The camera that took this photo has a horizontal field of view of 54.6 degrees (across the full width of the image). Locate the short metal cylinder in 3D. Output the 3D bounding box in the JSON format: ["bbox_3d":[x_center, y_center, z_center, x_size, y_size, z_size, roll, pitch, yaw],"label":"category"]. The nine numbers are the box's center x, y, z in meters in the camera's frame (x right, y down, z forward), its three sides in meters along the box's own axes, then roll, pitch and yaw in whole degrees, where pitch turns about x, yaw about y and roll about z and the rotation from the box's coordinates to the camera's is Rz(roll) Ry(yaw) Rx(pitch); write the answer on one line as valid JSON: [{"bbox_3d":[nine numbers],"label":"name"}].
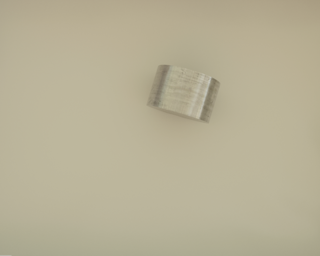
[{"bbox_3d":[0.029,-0.041,0.384,0.080,0.080,0.050,16,90,0],"label":"short metal cylinder"}]
